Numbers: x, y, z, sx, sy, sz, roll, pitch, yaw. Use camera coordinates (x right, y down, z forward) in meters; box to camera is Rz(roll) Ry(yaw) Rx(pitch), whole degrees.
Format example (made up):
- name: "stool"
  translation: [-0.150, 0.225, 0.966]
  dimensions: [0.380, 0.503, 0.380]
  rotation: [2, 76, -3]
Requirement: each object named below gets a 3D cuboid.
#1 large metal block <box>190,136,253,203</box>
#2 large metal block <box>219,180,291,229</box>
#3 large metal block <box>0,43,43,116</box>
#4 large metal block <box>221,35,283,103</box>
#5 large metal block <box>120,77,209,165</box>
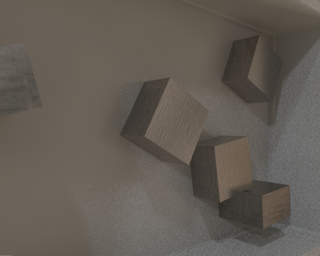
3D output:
- name: "large metal block"
  translation: [0.093, 0.058, 0.471]
  dimensions: [0.081, 0.050, 0.079]
  rotation: [-12, 98, -40]
- name: "large metal block"
  translation: [0.153, 0.119, 0.502]
  dimensions: [0.081, 0.080, 0.050]
  rotation: [-5, 93, -40]
- name: "large metal block"
  translation: [-0.153, -0.030, 0.243]
  dimensions: [0.081, 0.080, 0.050]
  rotation: [-20, 103, -39]
- name: "large metal block"
  translation: [0.158, -0.097, 0.526]
  dimensions: [0.080, 0.050, 0.080]
  rotation: [31, 71, -36]
- name: "large metal block"
  translation: [0.008, -0.007, 0.399]
  dimensions: [0.080, 0.050, 0.080]
  rotation: [36, 68, -35]
